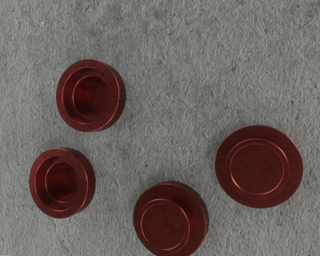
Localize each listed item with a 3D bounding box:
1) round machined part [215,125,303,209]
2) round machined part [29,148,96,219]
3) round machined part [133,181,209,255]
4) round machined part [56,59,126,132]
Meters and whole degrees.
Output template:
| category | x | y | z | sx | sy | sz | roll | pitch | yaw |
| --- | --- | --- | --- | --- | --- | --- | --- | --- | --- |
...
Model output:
| category | x | y | z | sx | sy | sz | roll | pitch | yaw |
| --- | --- | --- | --- | --- | --- | --- | --- | --- | --- |
| round machined part | 0.113 | 0.045 | 0.360 | 0.098 | 0.042 | 0.097 | 0 | 90 | 20 |
| round machined part | -0.135 | 0.077 | 0.448 | 0.098 | 0.042 | 0.097 | 0 | 90 | 20 |
| round machined part | 0.010 | 0.120 | 0.396 | 0.098 | 0.042 | 0.097 | 0 | 90 | 20 |
| round machined part | -0.091 | -0.043 | 0.432 | 0.098 | 0.042 | 0.097 | 0 | 90 | 20 |
